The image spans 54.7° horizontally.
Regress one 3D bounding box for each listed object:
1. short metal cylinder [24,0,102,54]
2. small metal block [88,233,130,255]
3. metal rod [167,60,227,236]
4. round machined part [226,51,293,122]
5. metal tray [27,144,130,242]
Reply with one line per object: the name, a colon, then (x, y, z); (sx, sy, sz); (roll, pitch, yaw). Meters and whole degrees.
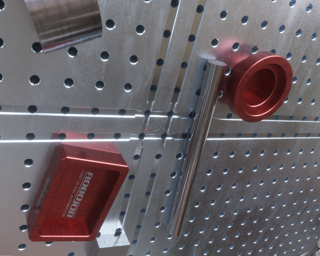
short metal cylinder: (-0.087, -0.108, 0.261); (0.050, 0.080, 0.080); (-22, 127, -15)
small metal block: (-0.081, 0.195, 0.488); (0.050, 0.025, 0.050); (7, 115, -32)
metal rod: (0.049, 0.046, 0.466); (0.025, 0.025, 0.298); (-4, 120, -27)
round machined part: (0.133, -0.060, 0.435); (0.099, 0.042, 0.097); (-14, 124, -21)
metal tray: (-0.107, 0.089, 0.404); (0.091, 0.030, 0.129); (14, 111, -34)
